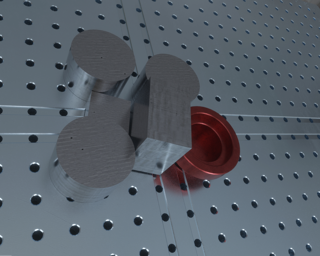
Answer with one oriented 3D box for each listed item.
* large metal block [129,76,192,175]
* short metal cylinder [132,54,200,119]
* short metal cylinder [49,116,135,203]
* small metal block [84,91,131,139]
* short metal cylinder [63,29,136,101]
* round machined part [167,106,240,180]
[{"bbox_3d":[-0.005,0.000,0.366,0.050,0.080,0.080,15,56,-20],"label":"large metal block"},{"bbox_3d":[0.008,-0.055,0.429,0.081,0.050,0.080,14,56,-21],"label":"short metal cylinder"},{"bbox_3d":[-0.073,0.034,0.332,0.081,0.050,0.080,14,56,-21],"label":"short metal cylinder"},{"bbox_3d":[-0.065,-0.012,0.380,0.050,0.025,0.050,14,56,-21],"label":"small metal block"},{"bbox_3d":[-0.078,-0.078,0.397,0.081,0.050,0.080,14,56,-21],"label":"short metal cylinder"},{"bbox_3d":[0.053,0.023,0.411,0.099,0.042,0.098,14,56,-21],"label":"round machined part"}]
